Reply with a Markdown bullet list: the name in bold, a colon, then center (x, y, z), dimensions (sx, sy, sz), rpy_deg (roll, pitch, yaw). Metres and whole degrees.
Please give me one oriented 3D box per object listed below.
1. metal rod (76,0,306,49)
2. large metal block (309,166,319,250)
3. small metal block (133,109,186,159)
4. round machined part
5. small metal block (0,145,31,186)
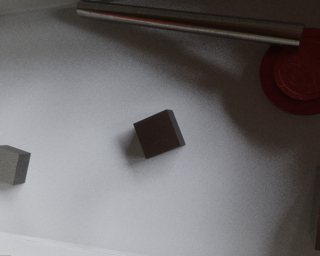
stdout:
- **metal rod**: center (0.016, -0.133, 0.381), dimensions (0.301, 0.025, 0.025), rpy_deg (17, 96, 27)
- **large metal block**: center (0.208, 0.088, 0.324), dimensions (0.080, 0.050, 0.079), rpy_deg (6, 92, 19)
- **small metal block**: center (-0.001, 0.008, 0.410), dimensions (0.050, 0.025, 0.050), rpy_deg (-23, 83, 18)
- **round machined part**: center (0.162, -0.063, 0.344), dimensions (0.098, 0.042, 0.097), rpy_deg (0, 90, 19)
- **small metal block**: center (-0.239, 0.058, 0.493), dimensions (0.050, 0.025, 0.050), rpy_deg (15, 95, 19)
